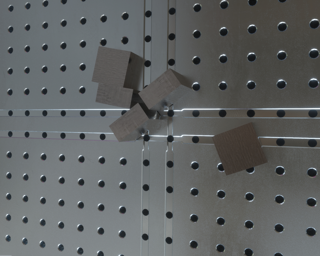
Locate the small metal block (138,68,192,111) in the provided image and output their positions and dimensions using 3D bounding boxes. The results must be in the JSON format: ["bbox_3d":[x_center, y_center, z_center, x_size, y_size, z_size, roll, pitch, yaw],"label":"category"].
[{"bbox_3d":[0.008,-0.047,0.397,0.050,0.050,0.025,-37,78,16],"label":"small metal block"}]

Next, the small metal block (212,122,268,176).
[{"bbox_3d":[0.098,0.025,0.378,0.050,0.025,0.050,-22,83,18],"label":"small metal block"}]

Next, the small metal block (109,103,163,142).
[{"bbox_3d":[-0.031,-0.007,0.411,0.050,0.050,0.025,-37,78,16],"label":"small metal block"}]

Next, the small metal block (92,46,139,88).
[{"bbox_3d":[-0.063,-0.084,0.435,0.050,0.025,0.050,14,95,19],"label":"small metal block"}]

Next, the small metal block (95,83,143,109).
[{"bbox_3d":[-0.050,-0.041,0.417,0.050,0.050,0.025,12,95,19],"label":"small metal block"}]
